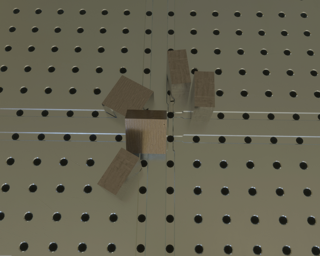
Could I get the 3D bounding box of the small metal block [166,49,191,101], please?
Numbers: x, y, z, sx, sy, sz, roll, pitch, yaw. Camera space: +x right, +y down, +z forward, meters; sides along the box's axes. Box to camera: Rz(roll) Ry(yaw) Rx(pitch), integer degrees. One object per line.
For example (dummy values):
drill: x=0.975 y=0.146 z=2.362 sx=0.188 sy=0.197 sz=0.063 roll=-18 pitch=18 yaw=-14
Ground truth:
small metal block: x=0.025 y=-0.071 z=0.425 sx=0.025 sy=0.050 sz=0.050 roll=-6 pitch=70 yaw=-2

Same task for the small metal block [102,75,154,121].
small metal block: x=-0.043 y=-0.036 z=0.425 sx=0.050 sy=0.025 sz=0.050 roll=29 pitch=72 yaw=10

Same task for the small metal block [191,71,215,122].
small metal block: x=0.056 y=-0.041 z=0.414 sx=0.025 sy=0.050 sz=0.050 roll=2 pitch=70 yaw=1

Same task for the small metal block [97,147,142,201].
small metal block: x=-0.047 y=0.057 z=0.377 sx=0.025 sy=0.050 sz=0.050 roll=29 pitch=73 yaw=10

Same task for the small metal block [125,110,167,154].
small metal block: x=-0.017 y=0.005 z=0.395 sx=0.050 sy=0.050 sz=0.025 roll=1 pitch=29 yaw=0
